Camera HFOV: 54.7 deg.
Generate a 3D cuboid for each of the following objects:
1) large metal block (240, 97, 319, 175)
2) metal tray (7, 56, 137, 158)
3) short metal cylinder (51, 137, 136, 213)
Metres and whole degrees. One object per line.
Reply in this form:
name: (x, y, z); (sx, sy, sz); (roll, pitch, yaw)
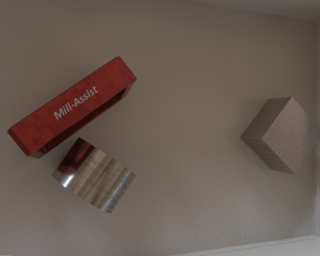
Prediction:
large metal block: (0.183, 0.011, 0.467); (0.080, 0.050, 0.080); (43, 76, -15)
metal tray: (-0.092, -0.019, 0.340); (0.131, 0.090, 0.030); (-38, 93, -16)
short metal cylinder: (-0.074, 0.054, 0.355); (0.080, 0.080, 0.050); (37, 78, -17)
